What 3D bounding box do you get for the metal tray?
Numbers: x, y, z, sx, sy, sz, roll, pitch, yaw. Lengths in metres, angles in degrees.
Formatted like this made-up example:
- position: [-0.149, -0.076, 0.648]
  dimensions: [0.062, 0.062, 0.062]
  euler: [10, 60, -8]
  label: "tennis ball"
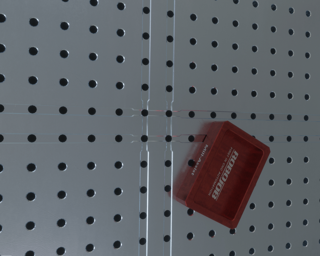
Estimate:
- position: [0.093, 0.066, 0.443]
  dimensions: [0.090, 0.030, 0.130]
  euler: [31, 80, -18]
  label: "metal tray"
